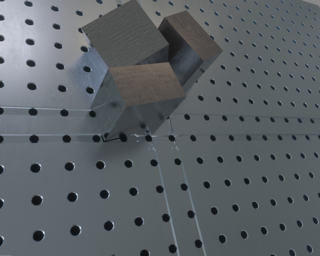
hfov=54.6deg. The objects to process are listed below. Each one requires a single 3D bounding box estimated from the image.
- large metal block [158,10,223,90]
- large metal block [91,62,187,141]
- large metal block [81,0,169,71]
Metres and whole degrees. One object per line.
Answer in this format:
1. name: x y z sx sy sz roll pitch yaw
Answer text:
1. large metal block: 0.030 -0.109 0.454 0.080 0.080 0.050 50 50 7
2. large metal block: -0.029 -0.032 0.377 0.081 0.080 0.050 -13 69 -33
3. large metal block: -0.045 -0.110 0.414 0.080 0.050 0.080 -33 79 -9
